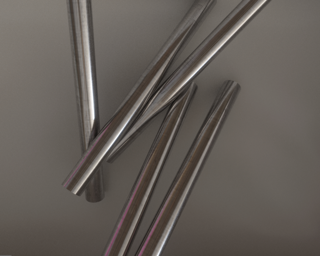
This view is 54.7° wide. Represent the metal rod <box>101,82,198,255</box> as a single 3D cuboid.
[{"bbox_3d":[-0.018,0.067,0.349,0.025,0.025,0.300,25,65,0],"label":"metal rod"}]

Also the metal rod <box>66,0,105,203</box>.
[{"bbox_3d":[-0.084,-0.045,0.352,0.025,0.025,0.298,1,114,0],"label":"metal rod"}]

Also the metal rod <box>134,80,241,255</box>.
[{"bbox_3d":[0.027,0.063,0.352,0.025,0.025,0.300,30,66,0],"label":"metal rod"}]

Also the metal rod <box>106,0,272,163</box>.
[{"bbox_3d":[0.032,-0.067,0.381,0.025,0.025,0.299,45,101,0],"label":"metal rod"}]

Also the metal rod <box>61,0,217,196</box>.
[{"bbox_3d":[-0.018,-0.051,0.380,0.025,0.025,0.300,34,78,0],"label":"metal rod"}]
